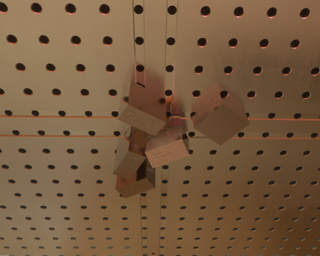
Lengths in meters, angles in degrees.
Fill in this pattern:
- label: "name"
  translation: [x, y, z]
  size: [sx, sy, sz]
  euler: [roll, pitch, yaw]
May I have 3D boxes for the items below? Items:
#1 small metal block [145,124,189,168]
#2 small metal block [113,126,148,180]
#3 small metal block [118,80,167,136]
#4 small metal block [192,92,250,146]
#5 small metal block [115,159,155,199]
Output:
- label: "small metal block"
  translation: [0.010, 0.023, 0.410]
  size: [0.050, 0.050, 0.025]
  euler: [-21, 109, 12]
- label: "small metal block"
  translation: [-0.040, 0.033, 0.423]
  size: [0.025, 0.050, 0.050]
  euler: [22, 127, -18]
- label: "small metal block"
  translation: [-0.021, -0.024, 0.375]
  size: [0.050, 0.050, 0.025]
  euler: [25, 126, -20]
- label: "small metal block"
  translation: [0.078, -0.011, 0.404]
  size: [0.050, 0.025, 0.050]
  euler: [32, 123, -25]
- label: "small metal block"
  translation: [-0.035, 0.069, 0.454]
  size: [0.050, 0.050, 0.025]
  euler: [-22, 127, 17]
